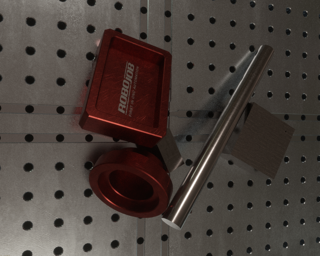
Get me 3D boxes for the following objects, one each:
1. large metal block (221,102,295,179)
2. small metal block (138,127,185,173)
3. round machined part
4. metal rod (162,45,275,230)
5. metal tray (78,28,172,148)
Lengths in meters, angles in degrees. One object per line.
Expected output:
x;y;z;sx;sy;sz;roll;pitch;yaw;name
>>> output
0.136;0.018;0.451;0.080;0.050;0.080;29;80;-18;large metal block
-0.002;0.029;0.398;0.025;0.050;0.050;-28;100;-30;small metal block
-0.031;0.061;0.373;0.098;0.098;0.042;42;42;-16;round machined part
0.088;-0.005;0.411;0.025;0.025;0.301;42;63;-16;metal rod
-0.036;-0.049;0.365;0.091;0.030;0.130;17;56;-19;metal tray
